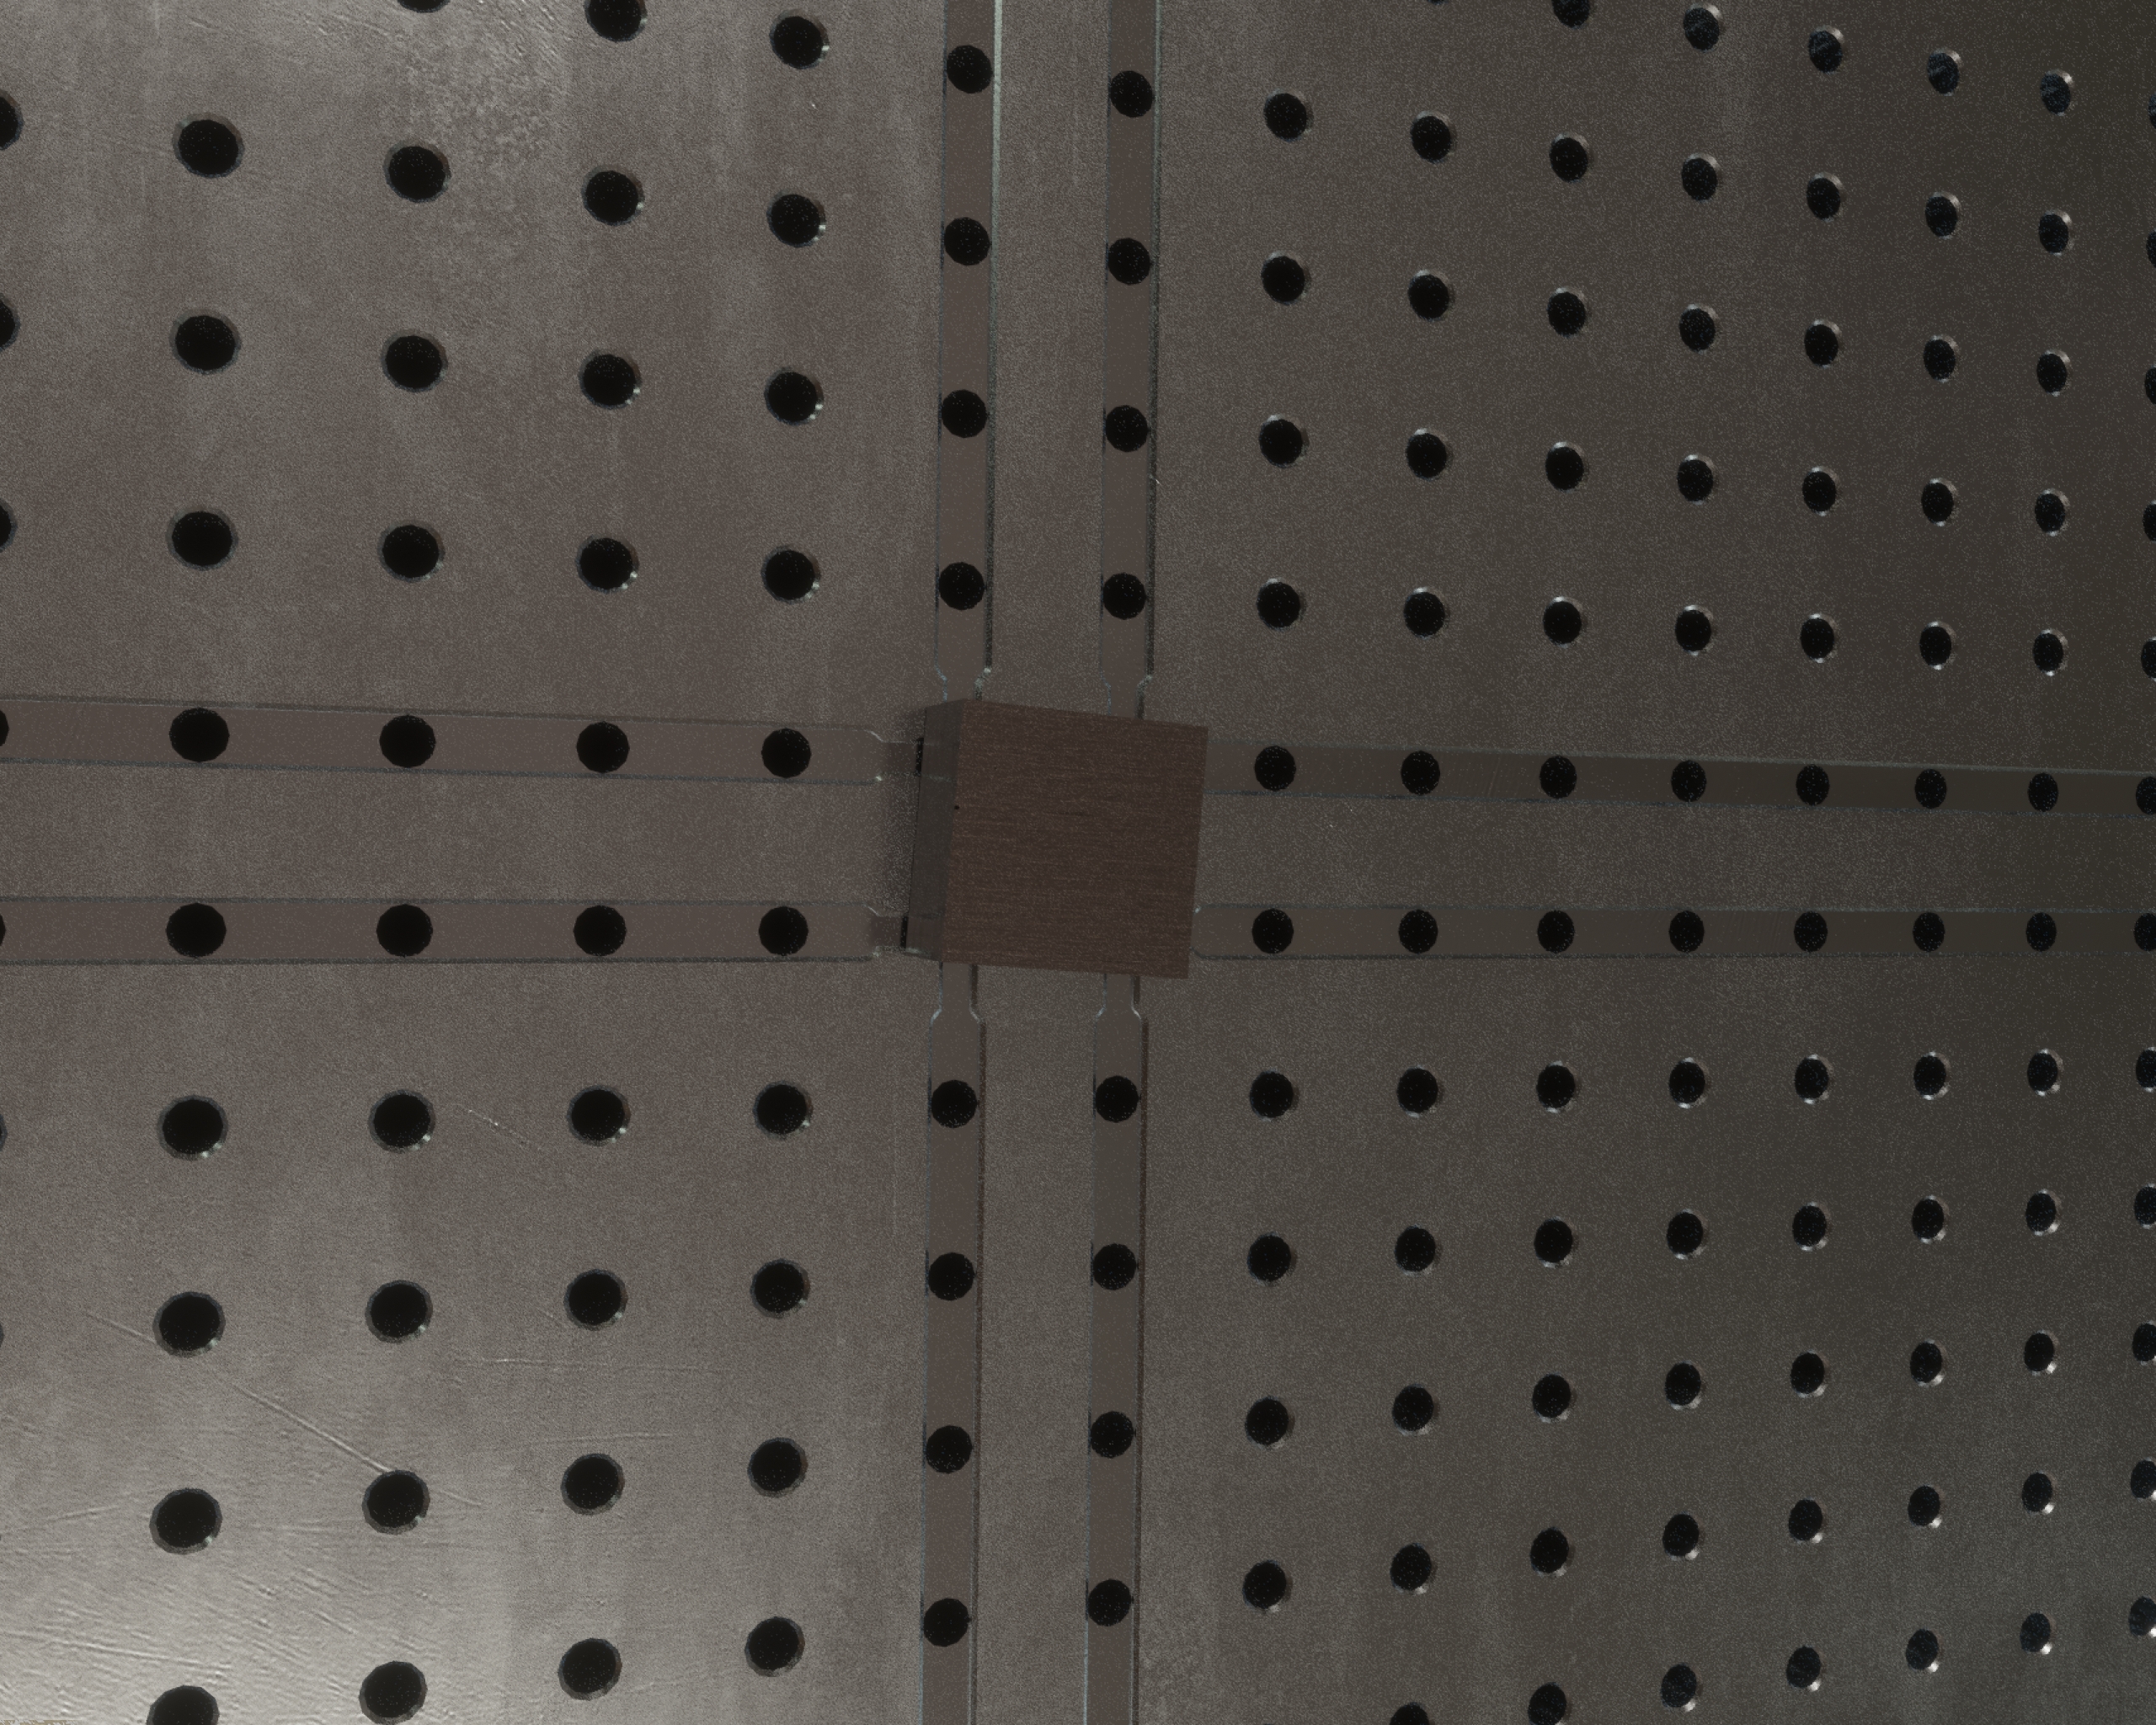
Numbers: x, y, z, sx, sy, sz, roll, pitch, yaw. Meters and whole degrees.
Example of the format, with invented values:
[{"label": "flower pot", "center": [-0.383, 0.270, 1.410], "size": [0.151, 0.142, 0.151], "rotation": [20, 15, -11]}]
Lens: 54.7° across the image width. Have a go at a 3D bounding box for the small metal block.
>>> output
[{"label": "small metal block", "center": [-0.004, -0.004, 0.412], "size": [0.050, 0.025, 0.050], "rotation": [5, 88, -20]}]
